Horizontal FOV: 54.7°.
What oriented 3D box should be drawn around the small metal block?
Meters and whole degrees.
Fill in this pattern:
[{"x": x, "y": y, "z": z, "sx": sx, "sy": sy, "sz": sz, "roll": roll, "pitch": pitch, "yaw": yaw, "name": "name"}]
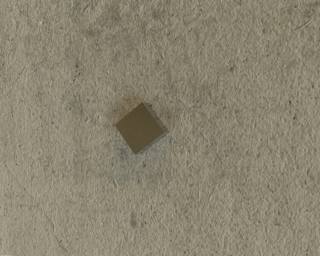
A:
[{"x": -0.024, "y": 0.001, "z": 0.418, "sx": 0.050, "sy": 0.025, "sz": 0.050, "roll": -38, "pitch": 78, "yaw": 15, "name": "small metal block"}]
